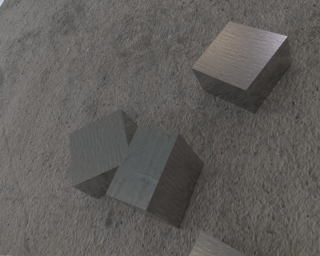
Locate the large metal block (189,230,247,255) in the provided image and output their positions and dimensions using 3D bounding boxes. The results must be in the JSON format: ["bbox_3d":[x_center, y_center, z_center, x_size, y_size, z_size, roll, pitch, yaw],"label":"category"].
[{"bbox_3d":[0.059,0.149,0.266,0.080,0.050,0.080,21,73,35],"label":"large metal block"}]

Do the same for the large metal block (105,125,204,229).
[{"bbox_3d":[-0.001,0.054,0.336,0.050,0.080,0.080,11,68,33],"label":"large metal block"}]

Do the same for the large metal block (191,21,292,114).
[{"bbox_3d":[0.101,-0.076,0.382,0.080,0.050,0.080,32,79,38],"label":"large metal block"}]

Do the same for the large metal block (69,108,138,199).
[{"bbox_3d":[-0.067,0.034,0.402,0.080,0.050,0.080,-25,53,12],"label":"large metal block"}]
